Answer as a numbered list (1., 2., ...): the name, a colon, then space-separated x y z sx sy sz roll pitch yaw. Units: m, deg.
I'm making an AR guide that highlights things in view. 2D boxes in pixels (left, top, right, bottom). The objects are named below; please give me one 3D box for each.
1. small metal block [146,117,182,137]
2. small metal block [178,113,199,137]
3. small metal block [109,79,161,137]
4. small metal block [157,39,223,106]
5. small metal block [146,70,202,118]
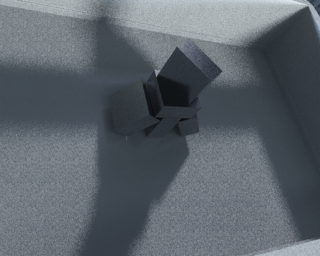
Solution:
1. small metal block: -0.001 -0.022 0.400 0.025 0.050 0.050 1 61 -28
2. small metal block: 0.033 -0.023 0.416 0.025 0.050 0.050 -15 65 3
3. small metal block: -0.032 -0.024 0.381 0.025 0.050 0.050 28 42 -55
4. small metal block: 0.032 -0.061 0.344 0.050 0.050 0.025 46 52 4
5. small metal block: 0.016 -0.040 0.371 0.050 0.025 0.050 1 61 -28
